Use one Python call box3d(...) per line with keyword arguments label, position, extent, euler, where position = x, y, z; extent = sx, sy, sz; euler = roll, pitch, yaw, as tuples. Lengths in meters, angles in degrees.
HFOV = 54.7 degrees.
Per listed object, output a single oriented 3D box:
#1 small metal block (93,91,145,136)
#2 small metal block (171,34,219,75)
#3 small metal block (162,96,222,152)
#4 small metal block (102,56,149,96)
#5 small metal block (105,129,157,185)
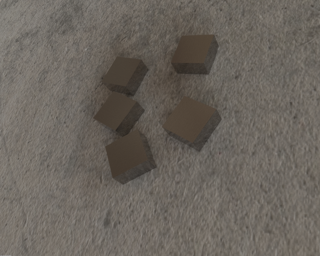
box3d(label="small metal block", position=(-0.059, -0.020, 0.445), extent=(0.050, 0.025, 0.050), euler=(26, 76, 36))
box3d(label="small metal block", position=(0.050, -0.105, 0.441), extent=(0.050, 0.025, 0.050), euler=(8, 66, 31))
box3d(label="small metal block", position=(0.040, -0.006, 0.386), extent=(0.050, 0.025, 0.050), euler=(28, 77, 37))
box3d(label="small metal block", position=(-0.054, -0.081, 0.480), extent=(0.050, 0.025, 0.050), euler=(15, 69, 34))
box3d(label="small metal block", position=(-0.038, 0.037, 0.400), extent=(0.050, 0.025, 0.050), euler=(-29, 52, 9))
